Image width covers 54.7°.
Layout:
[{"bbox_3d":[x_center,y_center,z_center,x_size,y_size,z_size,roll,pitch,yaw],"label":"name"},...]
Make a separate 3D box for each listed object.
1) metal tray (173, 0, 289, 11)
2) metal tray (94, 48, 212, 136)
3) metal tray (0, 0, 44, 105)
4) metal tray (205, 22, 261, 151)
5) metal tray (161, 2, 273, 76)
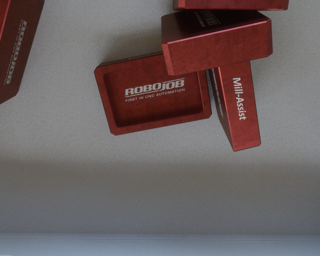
[{"bbox_3d":[0.061,-0.133,0.307,0.091,0.130,0.030,1,110,0],"label":"metal tray"},{"bbox_3d":[-0.007,-0.047,0.390,0.131,0.030,0.089,-11,110,3],"label":"metal tray"},{"bbox_3d":[-0.175,-0.088,0.342,0.030,0.090,0.129,23,109,-8],"label":"metal tray"},{"bbox_3d":[0.078,-0.050,0.348,0.030,0.090,0.129,-15,118,5],"label":"metal tray"},{"bbox_3d":[0.048,-0.096,0.312,0.090,0.130,0.030,-11,119,6],"label":"metal tray"}]
